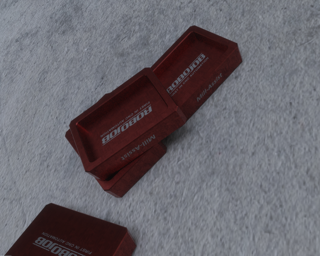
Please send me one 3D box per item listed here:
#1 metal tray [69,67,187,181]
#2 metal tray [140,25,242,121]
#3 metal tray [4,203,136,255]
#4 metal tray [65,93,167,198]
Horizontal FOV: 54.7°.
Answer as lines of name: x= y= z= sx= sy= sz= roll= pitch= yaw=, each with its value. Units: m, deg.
metal tray: x=-0.044 y=-0.007 z=0.387 sx=0.130 sy=0.030 sz=0.090 roll=-35 pitch=51 yaw=4
metal tray: x=0.036 y=-0.075 z=0.426 sx=0.130 sy=0.030 sz=0.090 roll=-47 pitch=52 yaw=-5
metal tray: x=-0.104 y=0.142 z=0.348 sx=0.130 sy=0.030 sz=0.090 roll=7 pitch=45 yaw=30
metal tray: x=-0.064 y=0.018 z=0.420 sx=0.090 sy=0.030 sz=0.130 roll=-45 pitch=51 yaw=-4
